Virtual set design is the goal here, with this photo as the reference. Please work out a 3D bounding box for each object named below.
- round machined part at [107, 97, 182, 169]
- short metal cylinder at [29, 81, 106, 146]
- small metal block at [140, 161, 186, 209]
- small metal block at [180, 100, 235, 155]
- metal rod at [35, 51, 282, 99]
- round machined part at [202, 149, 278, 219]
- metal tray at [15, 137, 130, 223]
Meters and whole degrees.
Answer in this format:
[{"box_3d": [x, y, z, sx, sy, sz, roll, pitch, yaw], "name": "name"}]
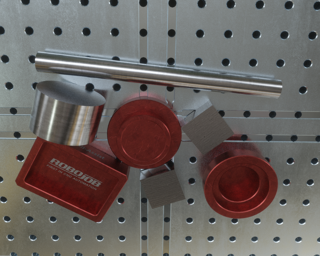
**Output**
[{"box_3d": [-0.021, 0.010, 0.407, 0.099, 0.042, 0.097, 0, 107, 0], "name": "round machined part"}, {"box_3d": [-0.112, -0.020, 0.376, 0.080, 0.080, 0.050, 17, 109, -6], "name": "short metal cylinder"}, {"box_3d": [0.004, 0.082, 0.444, 0.050, 0.025, 0.050, -18, 109, 6], "name": "small metal block"}, {"box_3d": [0.062, -0.001, 0.414, 0.050, 0.025, 0.050, -36, 106, 12], "name": "small metal block"}, {"box_3d": [0.001, -0.066, 0.388, 0.302, 0.025, 0.025, 6, 110, -3], "name": "metal rod"}, {"box_3d": [0.108, 0.073, 0.432, 0.099, 0.042, 0.097, 0, 110, 0], "name": "round machined part"}, {"box_3d": [-0.120, 0.066, 0.434, 0.131, 0.030, 0.090, 29, 108, -10], "name": "metal tray"}]
